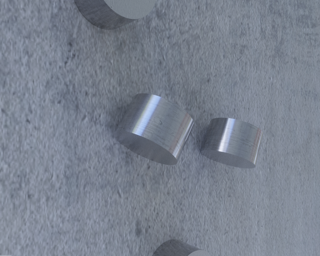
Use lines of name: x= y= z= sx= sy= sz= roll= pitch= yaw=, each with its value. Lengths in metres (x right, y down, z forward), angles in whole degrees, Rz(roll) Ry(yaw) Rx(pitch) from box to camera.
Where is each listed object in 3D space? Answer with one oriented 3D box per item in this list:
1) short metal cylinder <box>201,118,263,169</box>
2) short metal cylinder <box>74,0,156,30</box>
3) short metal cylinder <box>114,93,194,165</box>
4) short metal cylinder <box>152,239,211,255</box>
short metal cylinder: x=0.107 y=0.024 z=0.462 sx=0.080 sy=0.080 sz=0.050 roll=29 pitch=72 yaw=-37
short metal cylinder: x=-0.051 y=-0.156 z=0.347 sx=0.081 sy=0.050 sz=0.079 roll=0 pitch=90 yaw=-40
short metal cylinder: x=-0.007 y=0.003 z=0.365 sx=0.080 sy=0.080 sz=0.050 roll=39 pitch=66 yaw=-33
short metal cylinder: x=0.029 y=0.197 z=0.416 sx=0.081 sy=0.050 sz=0.079 roll=0 pitch=90 yaw=-40
